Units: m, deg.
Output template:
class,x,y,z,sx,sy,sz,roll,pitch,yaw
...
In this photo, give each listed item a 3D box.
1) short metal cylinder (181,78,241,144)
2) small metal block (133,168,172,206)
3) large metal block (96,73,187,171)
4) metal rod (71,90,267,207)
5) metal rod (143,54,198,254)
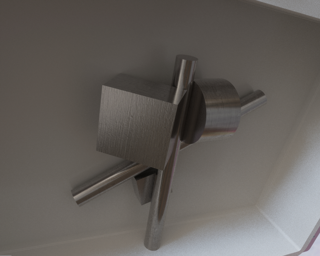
class,x,y,z,sx,sy,sz,roll,pitch,yaw
short metal cylinder,0.055,-0.022,0.388,0.050,0.080,0.079,-5,121,-28
small metal block,-0.012,0.078,0.450,0.050,0.025,0.050,-20,126,-17
large metal block,-0.021,-0.008,0.350,0.080,0.050,0.079,16,117,9
metal rod,0.021,0.023,0.433,0.302,0.025,0.025,-28,128,-11
metal rod,0.009,0.053,0.412,0.025,0.025,0.298,-5,120,-27
